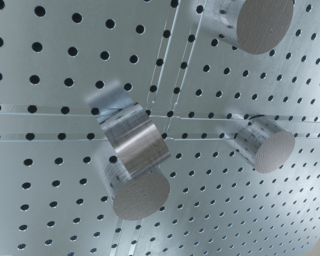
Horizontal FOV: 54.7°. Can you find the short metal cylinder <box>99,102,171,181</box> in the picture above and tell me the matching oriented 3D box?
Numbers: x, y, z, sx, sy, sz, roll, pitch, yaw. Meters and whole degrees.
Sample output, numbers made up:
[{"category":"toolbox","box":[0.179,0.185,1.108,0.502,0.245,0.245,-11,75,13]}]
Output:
[{"category":"short metal cylinder","box":[-0.030,0.015,0.369,0.050,0.080,0.080,-32,129,-8]}]

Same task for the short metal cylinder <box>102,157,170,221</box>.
[{"category":"short metal cylinder","box":[-0.033,0.079,0.426,0.081,0.050,0.079,-14,124,-21]}]

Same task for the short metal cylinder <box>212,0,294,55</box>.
[{"category":"short metal cylinder","box":[0.110,-0.134,0.372,0.081,0.050,0.079,-14,124,-21]}]

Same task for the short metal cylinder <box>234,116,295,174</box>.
[{"category":"short metal cylinder","box":[0.170,0.027,0.504,0.081,0.050,0.079,-14,124,-21]}]
